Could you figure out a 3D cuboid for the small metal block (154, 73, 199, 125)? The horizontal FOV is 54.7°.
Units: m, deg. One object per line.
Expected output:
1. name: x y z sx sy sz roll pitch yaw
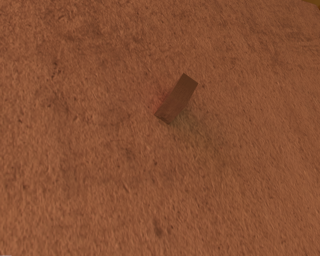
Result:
1. small metal block: 0.022 -0.040 0.426 0.025 0.050 0.050 35 51 -6
